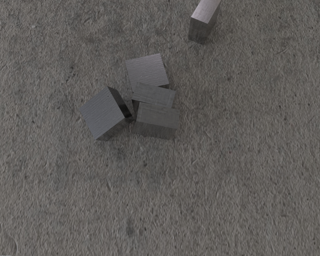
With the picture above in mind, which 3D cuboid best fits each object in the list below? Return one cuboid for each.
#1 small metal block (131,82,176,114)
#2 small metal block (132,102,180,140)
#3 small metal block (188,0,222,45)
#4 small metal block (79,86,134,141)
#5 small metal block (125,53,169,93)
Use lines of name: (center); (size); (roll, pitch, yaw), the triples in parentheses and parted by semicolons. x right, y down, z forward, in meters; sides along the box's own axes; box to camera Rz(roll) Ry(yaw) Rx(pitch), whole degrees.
small metal block: (-0.008, -0.033, 0.406); (0.050, 0.050, 0.025); (14, 71, 5)
small metal block: (-0.006, -0.008, 0.393); (0.050, 0.050, 0.025); (11, 71, -8)
small metal block: (0.065, -0.159, 0.453); (0.025, 0.050, 0.050); (26, 72, 9)
small metal block: (-0.070, -0.018, 0.404); (0.050, 0.025, 0.050); (-36, 72, 16)
small metal block: (-0.018, -0.072, 0.434); (0.050, 0.025, 0.050); (-14, 70, -5)
